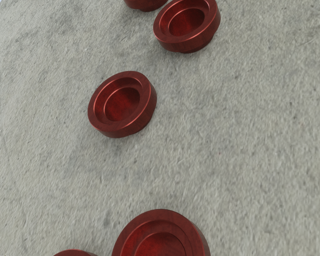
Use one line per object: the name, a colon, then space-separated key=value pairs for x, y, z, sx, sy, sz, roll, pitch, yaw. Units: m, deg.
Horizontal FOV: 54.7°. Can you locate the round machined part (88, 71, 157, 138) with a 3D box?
round machined part: x=-0.048 y=-0.029 z=0.434 sx=0.098 sy=0.042 sz=0.098 roll=-13 pitch=56 yaw=20

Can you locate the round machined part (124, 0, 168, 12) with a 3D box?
round machined part: x=-0.019 y=-0.247 z=0.553 sx=0.098 sy=0.042 sz=0.098 roll=-13 pitch=56 yaw=20

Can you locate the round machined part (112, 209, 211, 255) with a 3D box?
round machined part: x=0.004 y=0.135 z=0.308 sx=0.098 sy=0.042 sz=0.098 roll=-13 pitch=56 yaw=20

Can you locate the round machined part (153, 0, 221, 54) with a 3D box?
round machined part: x=0.043 y=-0.150 z=0.462 sx=0.098 sy=0.042 sz=0.098 roll=-13 pitch=56 yaw=20

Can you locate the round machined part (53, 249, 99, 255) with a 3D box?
round machined part: x=-0.089 y=0.182 z=0.326 sx=0.098 sy=0.042 sz=0.098 roll=-13 pitch=56 yaw=20
